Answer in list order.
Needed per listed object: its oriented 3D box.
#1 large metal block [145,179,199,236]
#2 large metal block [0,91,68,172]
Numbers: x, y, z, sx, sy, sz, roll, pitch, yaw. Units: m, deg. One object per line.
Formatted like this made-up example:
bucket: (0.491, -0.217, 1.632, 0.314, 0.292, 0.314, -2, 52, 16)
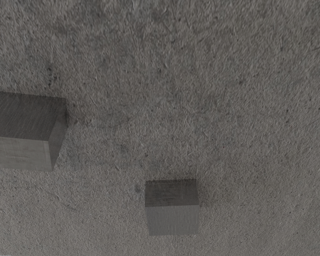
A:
large metal block: (0.020, 0.129, 0.501, 0.080, 0.050, 0.080, -3, 130, 2)
large metal block: (-0.162, 0.003, 0.372, 0.081, 0.080, 0.050, 6, 130, -5)
